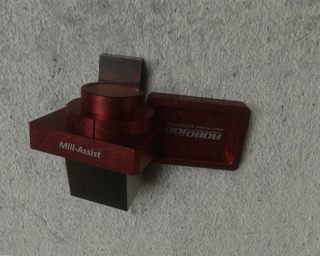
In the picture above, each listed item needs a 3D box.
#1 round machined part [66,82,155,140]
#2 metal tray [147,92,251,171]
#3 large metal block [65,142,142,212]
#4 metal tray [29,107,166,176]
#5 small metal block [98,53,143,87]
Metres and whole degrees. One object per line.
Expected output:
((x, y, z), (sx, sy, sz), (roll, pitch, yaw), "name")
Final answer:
((-0.055, -0.024, 0.351), (0.099, 0.098, 0.042), (6, 110, -3), "round machined part")
((0.045, 0.005, 0.411), (0.131, 0.030, 0.089), (6, 110, -3), "metal tray")
((-0.069, 0.051, 0.395), (0.080, 0.050, 0.079), (12, 124, 14), "large metal block")
((-0.069, 0.008, 0.360), (0.131, 0.090, 0.030), (13, 111, 14), "metal tray")
((-0.049, -0.064, 0.387), (0.050, 0.025, 0.050), (6, 110, -3), "small metal block")
